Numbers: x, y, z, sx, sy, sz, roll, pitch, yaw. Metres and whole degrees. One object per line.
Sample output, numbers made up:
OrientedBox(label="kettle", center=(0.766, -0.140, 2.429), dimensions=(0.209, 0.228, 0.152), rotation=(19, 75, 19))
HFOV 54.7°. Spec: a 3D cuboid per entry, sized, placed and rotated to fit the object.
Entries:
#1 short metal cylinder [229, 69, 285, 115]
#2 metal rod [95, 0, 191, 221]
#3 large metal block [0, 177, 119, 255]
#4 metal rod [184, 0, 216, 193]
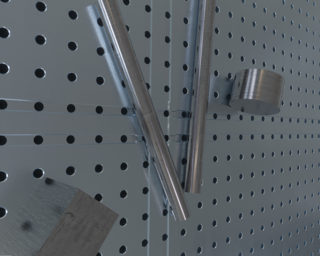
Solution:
OrientedBox(label="short metal cylinder", center=(0.158, -0.057, 0.506), dimensions=(0.080, 0.080, 0.050), rotation=(22, 76, -38))
OrientedBox(label="metal rod", center=(-0.016, -0.012, 0.396), dimensions=(0.025, 0.025, 0.298), rotation=(-31, 109, -36))
OrientedBox(label="large metal block", center=(-0.098, 0.098, 0.292), dimensions=(0.050, 0.080, 0.080), rotation=(45, 63, -31))
OrientedBox(label="metal rod", center=(0.060, -0.055, 0.459), dimensions=(0.025, 0.025, 0.298), rotation=(9, 85, -40))
